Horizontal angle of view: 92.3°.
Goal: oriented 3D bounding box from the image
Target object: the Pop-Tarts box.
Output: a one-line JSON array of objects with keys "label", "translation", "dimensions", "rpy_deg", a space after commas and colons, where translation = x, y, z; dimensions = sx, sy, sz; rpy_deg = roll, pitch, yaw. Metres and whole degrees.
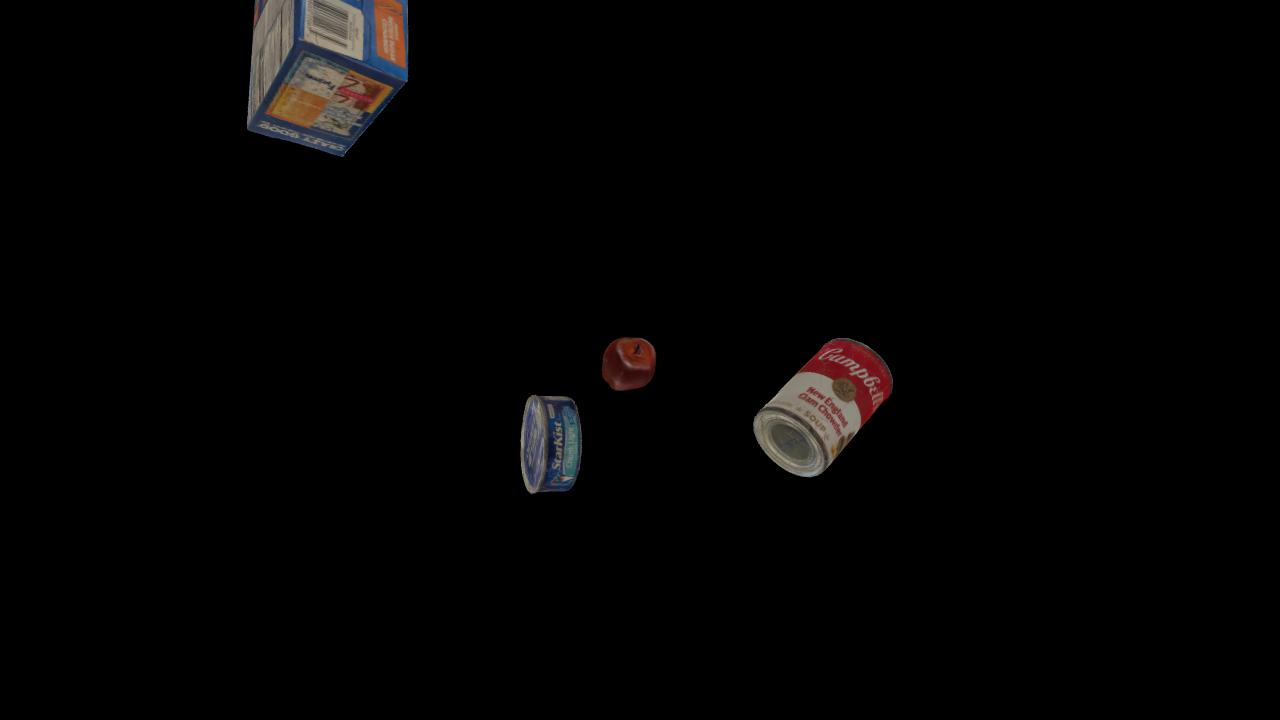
[{"label": "Pop-Tarts box", "translation": [-0.262, -0.285, 0.517], "dimensions": [0.083, 0.167, 0.141], "rpy_deg": [8, -18, -44]}]

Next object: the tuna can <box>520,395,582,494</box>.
[{"label": "tuna can", "translation": [-0.078, 0.073, 0.532], "dimensions": [0.034, 0.084, 0.084], "rpy_deg": [3, -1, -23]}]

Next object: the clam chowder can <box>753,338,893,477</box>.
[{"label": "clam chowder can", "translation": [0.147, 0.037, 0.495], "dimensions": [0.102, 0.068, 0.068], "rpy_deg": [-39, 21, -28]}]

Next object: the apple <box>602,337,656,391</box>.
[{"label": "apple", "translation": [-0.016, 0.006, 0.888], "dimensions": [0.079, 0.079, 0.093], "rpy_deg": [0, -31, -24]}]
